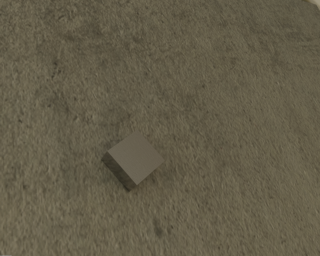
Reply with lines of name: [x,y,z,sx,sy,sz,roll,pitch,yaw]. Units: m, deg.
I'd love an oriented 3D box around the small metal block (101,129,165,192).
small metal block: [-0.031,0.038,0.365,0.050,0.025,0.050,48,51,5]
